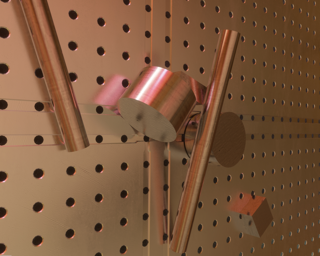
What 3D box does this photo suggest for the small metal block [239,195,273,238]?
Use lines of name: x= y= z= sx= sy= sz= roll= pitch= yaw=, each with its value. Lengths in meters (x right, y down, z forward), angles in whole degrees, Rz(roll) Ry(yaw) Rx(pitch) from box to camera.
small metal block: x=0.174 y=0.158 z=0.555 sx=0.050 sy=0.025 sz=0.050 roll=-38 pitch=113 yaw=-34

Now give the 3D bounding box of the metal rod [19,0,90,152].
metal rod: x=-0.123 y=-0.120 z=0.305 sx=0.025 sy=0.025 sz=0.298 roll=-23 pitch=105 yaw=-38

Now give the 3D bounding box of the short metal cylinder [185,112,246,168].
short metal cylinder: x=0.083 y=0.017 z=0.462 sx=0.081 sy=0.050 sz=0.079 roll=0 pitch=90 yaw=-41

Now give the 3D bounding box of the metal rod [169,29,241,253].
metal rod: x=0.057 y=0.023 z=0.411 sx=0.025 sy=0.025 sz=0.298 roll=6 pitch=101 yaw=-40

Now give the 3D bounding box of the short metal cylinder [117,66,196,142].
short metal cylinder: x=-0.004 y=-0.027 z=0.370 sx=0.080 sy=0.080 sz=0.050 roll=47 pitch=62 yaw=-30

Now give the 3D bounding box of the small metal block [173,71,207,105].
small metal block: x=0.025 y=-0.051 z=0.414 sx=0.050 sy=0.050 sz=0.025 roll=25 pitch=75 yaw=-37
